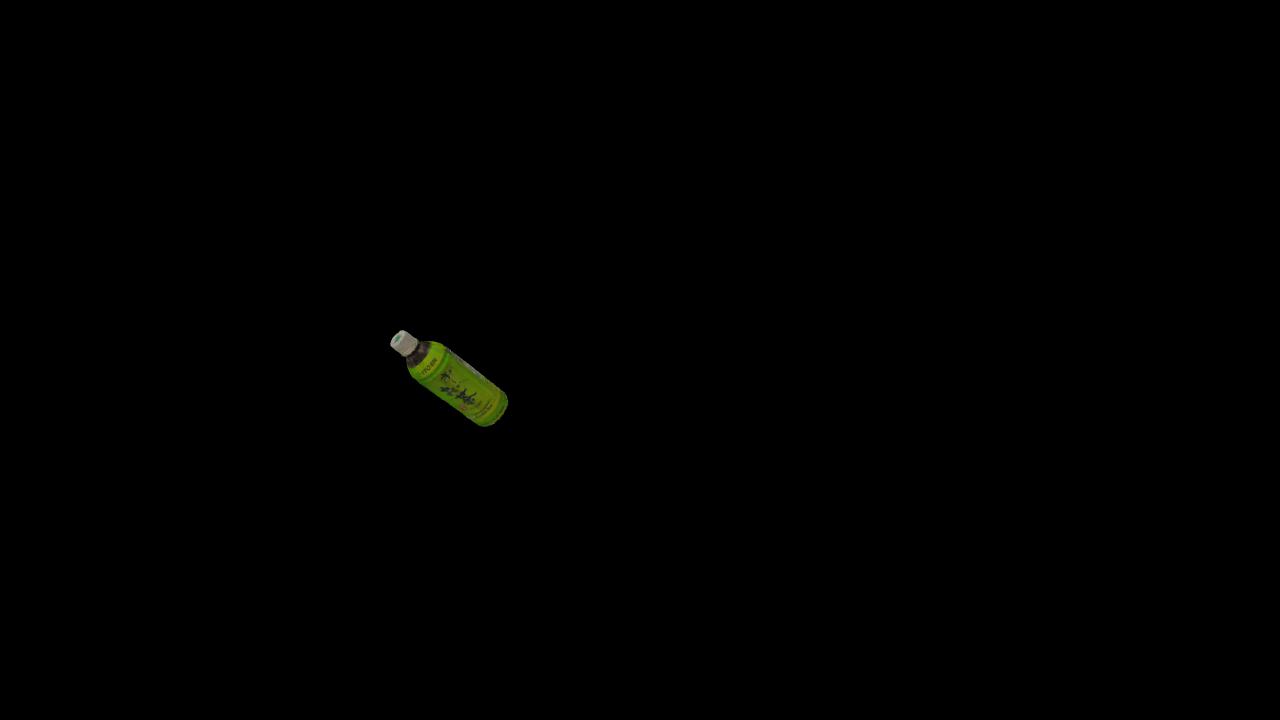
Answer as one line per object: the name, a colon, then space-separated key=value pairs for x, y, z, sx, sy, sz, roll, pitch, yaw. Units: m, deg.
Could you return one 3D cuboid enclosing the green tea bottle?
green tea bottle: x=-0.300 y=0.026 z=0.966 sx=0.073 sy=0.073 sz=0.212 roll=0 pitch=-35 yaw=40
